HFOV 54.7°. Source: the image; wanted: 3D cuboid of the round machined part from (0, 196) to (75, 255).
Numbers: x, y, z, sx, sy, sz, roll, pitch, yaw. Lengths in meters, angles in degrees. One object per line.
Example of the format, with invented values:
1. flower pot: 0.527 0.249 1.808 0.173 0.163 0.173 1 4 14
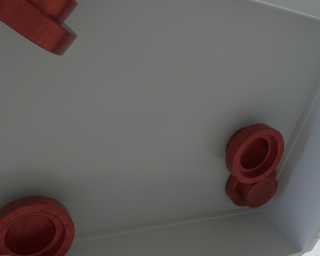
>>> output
1. round machined part: -0.160 0.127 0.381 0.099 0.042 0.097 -10 112 -26

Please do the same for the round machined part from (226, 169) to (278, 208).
1. round machined part: 0.170 0.103 0.554 0.099 0.042 0.097 -14 124 -21

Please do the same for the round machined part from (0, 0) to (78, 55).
1. round machined part: -0.104 -0.105 0.240 0.042 0.098 0.098 -49 129 6

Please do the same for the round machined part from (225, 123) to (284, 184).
1. round machined part: 0.146 0.037 0.496 0.099 0.042 0.097 -11 118 -21
